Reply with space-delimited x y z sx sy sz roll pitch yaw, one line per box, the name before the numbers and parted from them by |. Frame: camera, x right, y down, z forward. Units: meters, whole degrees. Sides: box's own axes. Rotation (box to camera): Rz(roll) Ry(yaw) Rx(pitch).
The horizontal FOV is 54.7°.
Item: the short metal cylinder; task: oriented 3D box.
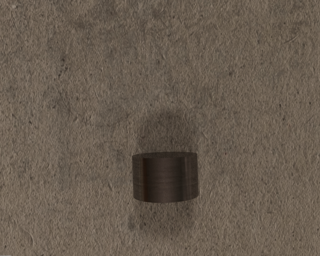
short metal cylinder | 0.007 0.058 0.383 0.081 0.080 0.050 -2 90 -1
